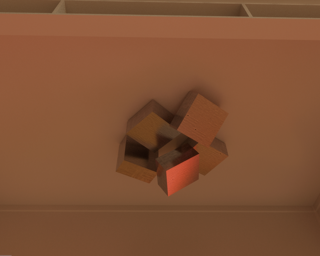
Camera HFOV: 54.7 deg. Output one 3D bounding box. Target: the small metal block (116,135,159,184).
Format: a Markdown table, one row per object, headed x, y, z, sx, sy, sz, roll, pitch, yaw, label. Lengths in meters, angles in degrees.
| x | y | z | sx | sy | sz | roll | pitch | yaw | label |
| --- | --- | --- | --- | --- | --- | --- | --- | --- | --- |
| -0.030 | 0.042 | 0.425 | 0.050 | 0.050 | 0.025 | 23 | 126 | -19 | small metal block |

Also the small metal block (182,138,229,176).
| x | y | z | sx | sy | sz | roll | pitch | yaw | label |
| --- | --- | --- | --- | --- | --- | --- | --- | --- | --- |
| 0.059 | 0.035 | 0.437 | 0.050 | 0.025 | 0.050 | 28 | 124 | -23 | small metal block |

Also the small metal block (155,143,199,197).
| x | y | z | sx | sy | sz | roll | pitch | yaw | label |
| --- | --- | --- | --- | --- | --- | --- | --- | --- | --- |
| 0.024 | 0.055 | 0.406 | 0.050 | 0.025 | 0.050 | -25 | 134 | -22 | small metal block |

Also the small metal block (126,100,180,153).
| x | y | z | sx | sy | sz | roll | pitch | yaw | label |
| --- | --- | --- | --- | --- | --- | --- | --- | --- | --- |
| -0.008 | -0.001 | 0.405 | 0.050 | 0.025 | 0.050 | 36 | 121 | -27 | small metal block |

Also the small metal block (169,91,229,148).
| x | y | z | sx | sy | sz | roll | pitch | yaw | label |
| --- | --- | --- | --- | --- | --- | --- | --- | --- | --- |
| 0.048 | -0.010 | 0.384 | 0.050 | 0.025 | 0.050 | 30 | 91 | -24 | small metal block |
